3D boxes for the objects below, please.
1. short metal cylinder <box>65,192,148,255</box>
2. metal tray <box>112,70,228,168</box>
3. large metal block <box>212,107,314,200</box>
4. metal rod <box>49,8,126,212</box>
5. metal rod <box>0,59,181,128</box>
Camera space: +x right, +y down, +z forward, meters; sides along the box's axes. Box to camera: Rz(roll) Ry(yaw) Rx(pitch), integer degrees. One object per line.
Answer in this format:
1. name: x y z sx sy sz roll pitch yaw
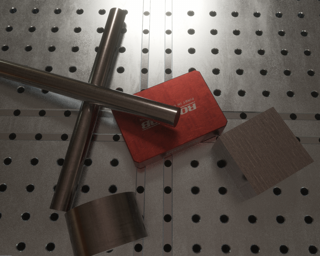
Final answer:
1. short metal cylinder: -0.059 0.108 0.342 0.081 0.080 0.050 -17 71 -7
2. metal tray: 0.011 -0.013 0.414 0.131 0.030 0.090 -23 72 -9
3. large metal block: 0.125 0.033 0.388 0.080 0.050 0.080 -28 73 -10
4. metal rod: -0.093 -0.038 0.424 0.025 0.025 0.299 10 70 3
5. metal rod: -0.119 -0.053 0.406 0.301 0.025 0.025 16 71 14
